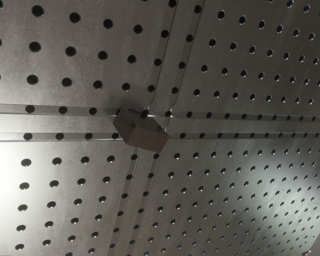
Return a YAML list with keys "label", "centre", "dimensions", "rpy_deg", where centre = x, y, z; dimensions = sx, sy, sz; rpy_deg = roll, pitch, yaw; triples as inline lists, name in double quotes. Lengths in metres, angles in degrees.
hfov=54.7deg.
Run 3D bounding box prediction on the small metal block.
- label: "small metal block"
  centre: [-0.024, 0.003, 0.385]
  dimensions: [0.050, 0.050, 0.025]
  rpy_deg: [18, 109, -36]
